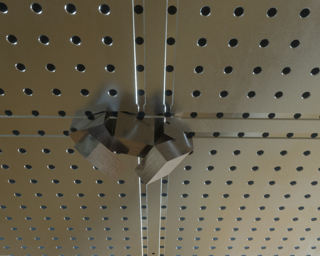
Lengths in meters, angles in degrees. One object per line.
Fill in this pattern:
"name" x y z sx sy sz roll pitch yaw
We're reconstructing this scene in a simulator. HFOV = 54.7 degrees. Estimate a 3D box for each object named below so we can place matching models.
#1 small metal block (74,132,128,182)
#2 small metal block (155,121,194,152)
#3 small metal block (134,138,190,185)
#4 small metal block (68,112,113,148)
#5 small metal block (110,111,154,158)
"small metal block" -0.075 0.035 0.388 0.025 0.050 0.050 -50 122 -10
"small metal block" 0.011 0.025 0.434 0.050 0.025 0.050 29 124 -23
"small metal block" 0.003 0.042 0.396 0.050 0.025 0.050 -15 150 -51
"small metal block" -0.087 0.011 0.420 0.050 0.025 0.050 -15 129 12
"small metal block" -0.035 0.009 0.402 0.050 0.050 0.025 14 129 -13
